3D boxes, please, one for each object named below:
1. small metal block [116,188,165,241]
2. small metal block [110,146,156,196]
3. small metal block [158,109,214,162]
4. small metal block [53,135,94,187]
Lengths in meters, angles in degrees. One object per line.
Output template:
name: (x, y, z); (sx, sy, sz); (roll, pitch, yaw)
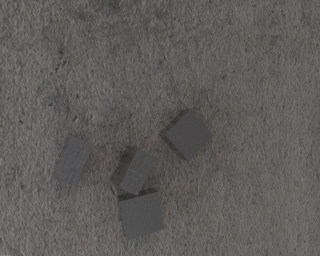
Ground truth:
small metal block: (-0.025, 0.110, 0.400); (0.050, 0.025, 0.050); (-11, 94, -20)
small metal block: (-0.034, 0.051, 0.383); (0.025, 0.050, 0.050); (29, 80, -18)
small metal block: (0.035, 0.009, 0.422); (0.050, 0.025, 0.050); (-46, 104, -14)
small metal block: (-0.102, 0.036, 0.358); (0.025, 0.050, 0.050); (23, 83, -19)
